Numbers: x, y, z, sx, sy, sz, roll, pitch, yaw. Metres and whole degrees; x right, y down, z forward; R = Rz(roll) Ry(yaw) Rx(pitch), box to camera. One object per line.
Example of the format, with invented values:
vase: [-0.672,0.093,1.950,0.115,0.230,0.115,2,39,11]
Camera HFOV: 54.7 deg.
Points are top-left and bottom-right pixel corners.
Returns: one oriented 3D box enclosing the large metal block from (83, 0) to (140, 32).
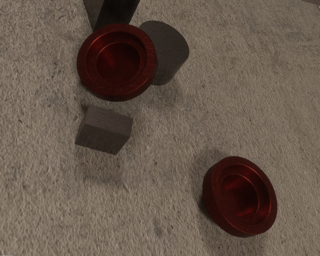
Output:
large metal block: [-0.073,-0.197,0.451,0.050,0.080,0.080,-6,65,-31]

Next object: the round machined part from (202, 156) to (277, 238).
round machined part: [0.095,0.088,0.392,0.099,0.042,0.098,14,56,-21]

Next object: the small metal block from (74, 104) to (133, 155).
small metal block: [-0.064,0.004,0.352,0.050,0.050,0.025,18,55,-18]

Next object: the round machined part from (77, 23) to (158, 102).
round machined part: [-0.051,-0.079,0.395,0.099,0.042,0.098,-2,75,7]

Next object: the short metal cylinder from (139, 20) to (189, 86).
short metal cylinder: [-0.005,-0.109,0.453,0.081,0.050,0.080,14,56,-21]
